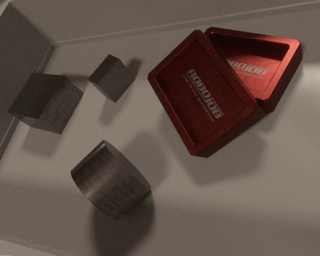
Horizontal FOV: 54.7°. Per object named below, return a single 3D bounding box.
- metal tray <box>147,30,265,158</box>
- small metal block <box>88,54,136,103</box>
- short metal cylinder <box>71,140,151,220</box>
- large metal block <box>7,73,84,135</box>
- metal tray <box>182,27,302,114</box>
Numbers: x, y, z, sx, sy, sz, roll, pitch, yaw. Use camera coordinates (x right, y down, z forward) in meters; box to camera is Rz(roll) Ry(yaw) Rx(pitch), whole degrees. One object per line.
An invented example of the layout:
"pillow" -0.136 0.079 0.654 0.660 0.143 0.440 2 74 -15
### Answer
"metal tray" 0.049 -0.041 0.369 0.090 0.030 0.130 -40 61 22
"small metal block" -0.072 -0.075 0.472 0.025 0.050 0.050 30 78 37
"short metal cylinder" -0.056 0.059 0.362 0.050 0.080 0.080 -44 51 -3
"large metal block" -0.187 -0.042 0.511 0.080 0.050 0.080 11 67 32
"metal tray" 0.099 -0.079 0.398 0.130 0.030 0.090 23 74 36
